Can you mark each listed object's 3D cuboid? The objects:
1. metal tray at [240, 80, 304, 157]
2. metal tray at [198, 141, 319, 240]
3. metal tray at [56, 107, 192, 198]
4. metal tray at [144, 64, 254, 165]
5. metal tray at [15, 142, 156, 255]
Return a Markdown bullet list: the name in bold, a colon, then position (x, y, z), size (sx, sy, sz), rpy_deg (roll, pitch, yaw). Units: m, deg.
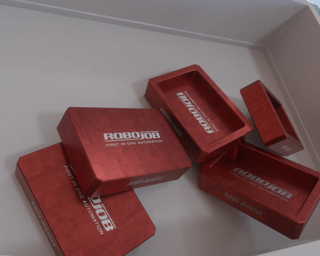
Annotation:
- **metal tray**: position (0.169, -0.010, 0.460), size (0.131, 0.030, 0.090), rpy_deg (18, 49, -55)
- **metal tray**: position (0.125, 0.067, 0.384), size (0.130, 0.030, 0.091), rpy_deg (25, 43, 32)
- **metal tray**: position (-0.035, 0.020, 0.343), size (0.131, 0.030, 0.090), rpy_deg (-2, 52, -44)
- **metal tray**: position (0.051, -0.024, 0.421), size (0.091, 0.030, 0.130), rpy_deg (-23, 64, -28)
- **metal tray**: position (-0.075, 0.075, 0.316), size (0.091, 0.030, 0.130), rpy_deg (-23, 74, -36)
